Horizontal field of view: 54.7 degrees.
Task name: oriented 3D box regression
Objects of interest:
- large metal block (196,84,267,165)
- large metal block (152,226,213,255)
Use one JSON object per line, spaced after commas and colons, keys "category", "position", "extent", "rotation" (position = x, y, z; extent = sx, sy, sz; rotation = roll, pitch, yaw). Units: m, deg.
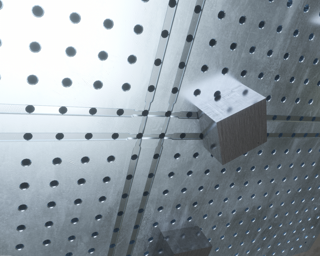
{"category": "large metal block", "position": [0.107, -0.005, 0.452], "extent": [0.080, 0.050, 0.080], "rotation": [-26, 128, -13]}
{"category": "large metal block", "position": [0.037, 0.230, 0.560], "extent": [0.081, 0.050, 0.079], "rotation": [2, 117, -30]}
